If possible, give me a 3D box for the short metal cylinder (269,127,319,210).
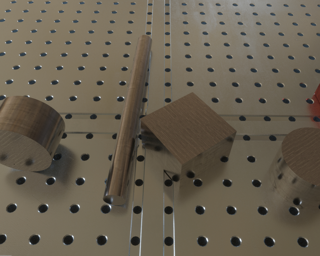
[{"bbox_3d":[0.173,0.046,0.355,0.081,0.050,0.080,0,50,0],"label":"short metal cylinder"}]

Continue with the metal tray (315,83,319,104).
[{"bbox_3d":[0.281,-0.017,0.422,0.091,0.030,0.130,-1,50,-1],"label":"metal tray"}]

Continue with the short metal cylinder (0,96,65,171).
[{"bbox_3d":[-0.159,0.008,0.363,0.080,0.080,0.050,5,50,4],"label":"short metal cylinder"}]

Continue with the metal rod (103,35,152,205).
[{"bbox_3d":[-0.038,-0.035,0.436,0.025,0.025,0.300,4,50,3],"label":"metal rod"}]

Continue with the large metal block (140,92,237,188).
[{"bbox_3d":[0.032,0.012,0.382,0.081,0.050,0.080,-28,56,-22],"label":"large metal block"}]
